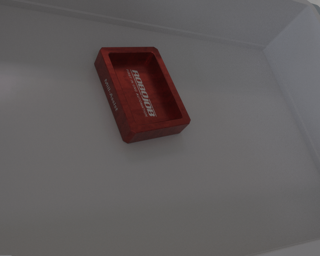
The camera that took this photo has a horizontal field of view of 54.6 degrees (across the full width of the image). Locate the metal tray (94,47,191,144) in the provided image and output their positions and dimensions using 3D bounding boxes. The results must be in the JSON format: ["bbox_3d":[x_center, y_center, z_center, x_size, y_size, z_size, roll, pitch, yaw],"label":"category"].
[{"bbox_3d":[-0.025,-0.049,0.418,0.091,0.030,0.130,-10,67,-32],"label":"metal tray"}]
